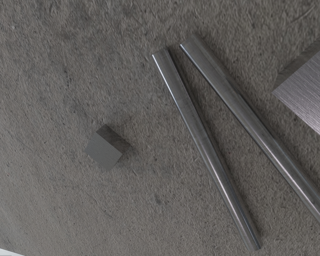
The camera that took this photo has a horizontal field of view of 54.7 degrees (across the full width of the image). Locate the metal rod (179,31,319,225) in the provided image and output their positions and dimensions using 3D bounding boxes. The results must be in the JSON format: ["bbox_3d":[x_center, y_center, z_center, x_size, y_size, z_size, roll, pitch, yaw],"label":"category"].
[{"bbox_3d":[0.125,0.018,0.352,0.025,0.025,0.300,-34,100,38],"label":"metal rod"}]

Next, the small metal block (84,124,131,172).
[{"bbox_3d":[-0.080,0.030,0.468,0.050,0.025,0.050,40,129,1],"label":"small metal block"}]

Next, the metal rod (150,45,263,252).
[{"bbox_3d":[0.067,0.038,0.395,0.025,0.025,0.299,-16,110,34],"label":"metal rod"}]

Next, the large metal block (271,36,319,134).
[{"bbox_3d":[0.164,-0.041,0.279,0.080,0.050,0.080,41,129,-1],"label":"large metal block"}]
